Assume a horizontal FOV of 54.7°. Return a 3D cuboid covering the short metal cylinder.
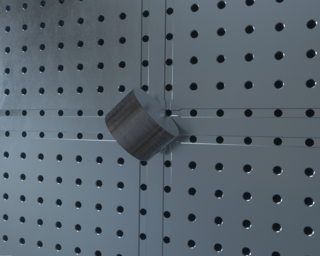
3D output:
[{"bbox_3d":[-0.022,-0.005,0.389,0.050,0.080,0.080,-42,77,15],"label":"short metal cylinder"}]
